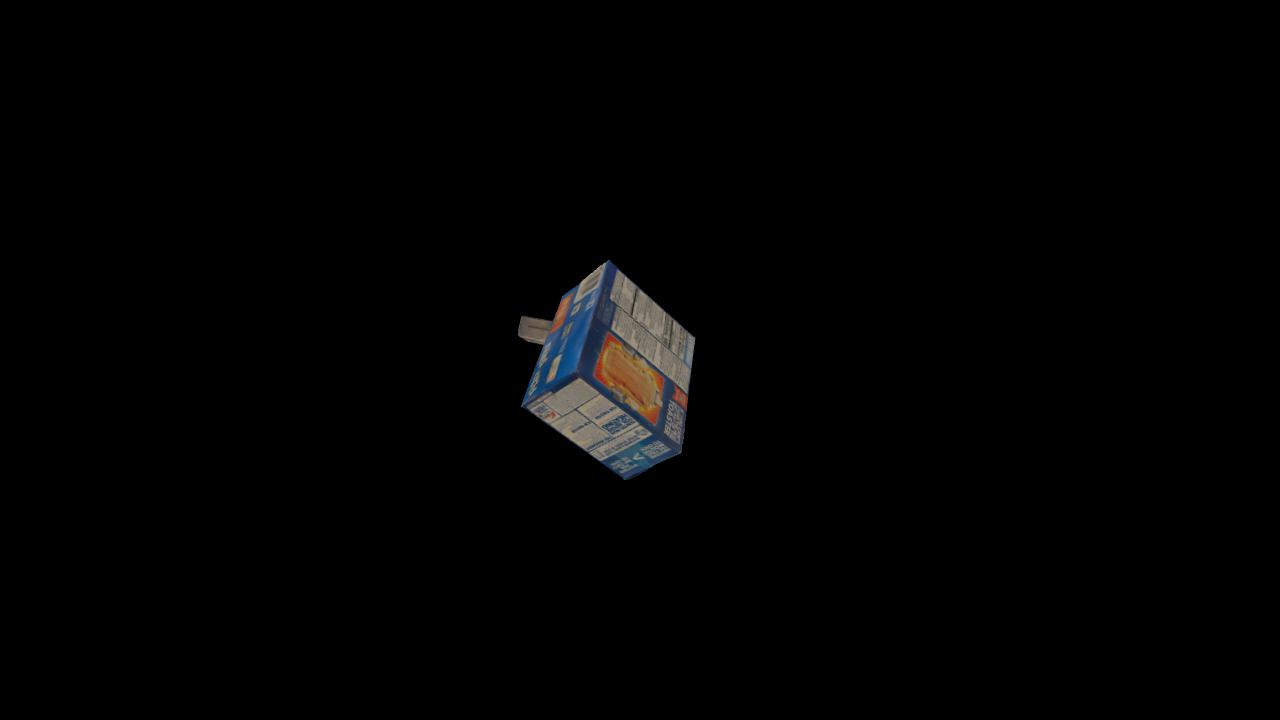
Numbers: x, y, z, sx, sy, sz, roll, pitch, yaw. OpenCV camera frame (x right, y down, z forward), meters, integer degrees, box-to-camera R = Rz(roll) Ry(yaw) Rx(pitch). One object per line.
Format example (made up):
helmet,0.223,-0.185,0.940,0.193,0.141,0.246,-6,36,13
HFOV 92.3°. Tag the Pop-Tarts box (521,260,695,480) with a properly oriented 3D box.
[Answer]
Pop-Tarts box,-0.024,0.009,0.632,0.083,0.167,0.141,-31,-58,35

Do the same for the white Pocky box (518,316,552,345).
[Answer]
white Pocky box,-0.067,-0.024,0.754,0.154,0.028,0.084,11,-5,-1
